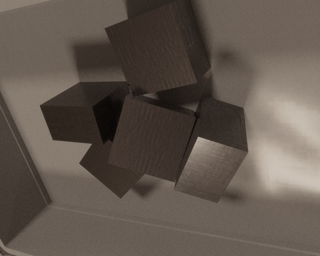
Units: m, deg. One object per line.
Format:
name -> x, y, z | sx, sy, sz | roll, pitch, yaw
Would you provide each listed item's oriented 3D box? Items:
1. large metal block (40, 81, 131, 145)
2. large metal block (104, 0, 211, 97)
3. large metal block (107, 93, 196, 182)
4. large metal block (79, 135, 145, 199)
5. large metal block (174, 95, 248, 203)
large metal block -> -0.091, -0.023, 0.405 | 0.080, 0.080, 0.050 | 3, 120, 26
large metal block -> 0.000, -0.087, 0.338 | 0.080, 0.050, 0.080 | -9, 114, 31
large metal block -> -0.009, 0.009, 0.371 | 0.080, 0.050, 0.079 | 16, 102, -2
large metal block -> -0.057, 0.042, 0.447 | 0.080, 0.050, 0.080 | 41, 129, 0
large metal block -> 0.056, 0.023, 0.350 | 0.050, 0.080, 0.079 | 18, 127, -2
